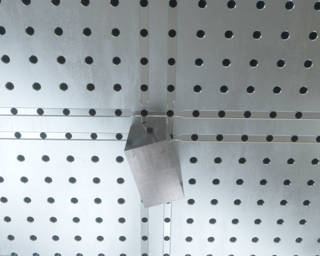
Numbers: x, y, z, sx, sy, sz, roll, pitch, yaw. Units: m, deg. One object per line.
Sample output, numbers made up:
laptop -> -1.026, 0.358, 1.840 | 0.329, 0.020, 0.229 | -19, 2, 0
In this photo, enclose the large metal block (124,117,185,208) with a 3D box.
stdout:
large metal block -> -0.005, 0.042, 0.399 | 0.050, 0.080, 0.080 | -15, 110, 6
